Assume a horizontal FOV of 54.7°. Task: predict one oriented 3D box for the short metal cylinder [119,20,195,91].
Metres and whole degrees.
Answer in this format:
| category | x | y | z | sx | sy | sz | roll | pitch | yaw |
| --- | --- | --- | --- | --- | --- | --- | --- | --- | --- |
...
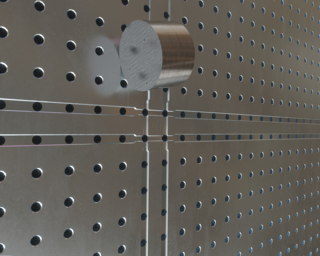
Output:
| category | x | y | z | sx | sy | sz | roll | pitch | yaw |
| --- | --- | --- | --- | --- | --- | --- | --- | --- | --- |
| short metal cylinder | -0.005 | -0.087 | 0.371 | 0.050 | 0.080 | 0.079 | -15 | 100 | -39 |
